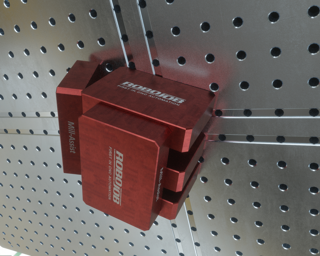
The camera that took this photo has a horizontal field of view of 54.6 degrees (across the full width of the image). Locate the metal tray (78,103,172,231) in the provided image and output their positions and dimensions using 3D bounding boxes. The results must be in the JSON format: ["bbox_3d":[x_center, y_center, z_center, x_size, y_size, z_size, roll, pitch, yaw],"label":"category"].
[{"bbox_3d":[-0.041,0.046,0.341,0.090,0.030,0.129,19,126,17],"label":"metal tray"}]

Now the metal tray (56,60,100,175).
[{"bbox_3d":[-0.104,-0.013,0.413,0.030,0.090,0.129,7,124,-1],"label":"metal tray"}]

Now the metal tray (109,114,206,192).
[{"bbox_3d":[-0.018,0.022,0.391,0.130,0.090,0.030,18,124,16],"label":"metal tray"}]

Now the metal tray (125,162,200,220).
[{"bbox_3d":[-0.022,0.059,0.418,0.130,0.090,0.030,19,126,16],"label":"metal tray"}]

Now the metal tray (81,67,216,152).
[{"bbox_3d":[-0.012,-0.027,0.358,0.130,0.090,0.030,19,126,17],"label":"metal tray"}]
